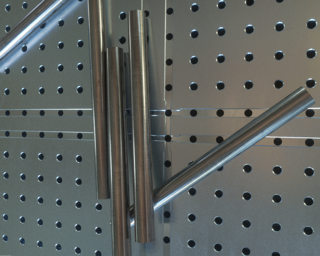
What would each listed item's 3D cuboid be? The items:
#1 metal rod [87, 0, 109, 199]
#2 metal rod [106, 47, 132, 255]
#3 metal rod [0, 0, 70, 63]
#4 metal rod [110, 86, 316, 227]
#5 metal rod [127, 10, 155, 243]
[{"bbox_3d":[-0.085,-0.051,0.441,0.025,0.025,0.298,-3,89,19],"label":"metal rod"},{"bbox_3d":[-0.055,0.039,0.413,0.025,0.025,0.298,-6,81,19],"label":"metal rod"},{"bbox_3d":[-0.167,-0.185,0.469,0.300,0.025,0.025,-33,80,16],"label":"metal rod"},{"bbox_3d":[0.054,0.050,0.392,0.300,0.025,0.025,-37,78,15],"label":"metal rod"},{"bbox_3d":[-0.025,-0.008,0.404,0.025,0.025,0.298,-5,82,19],"label":"metal rod"}]
